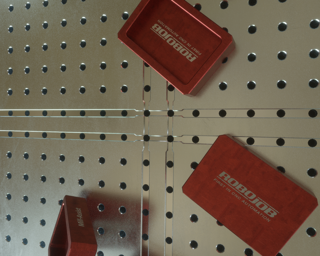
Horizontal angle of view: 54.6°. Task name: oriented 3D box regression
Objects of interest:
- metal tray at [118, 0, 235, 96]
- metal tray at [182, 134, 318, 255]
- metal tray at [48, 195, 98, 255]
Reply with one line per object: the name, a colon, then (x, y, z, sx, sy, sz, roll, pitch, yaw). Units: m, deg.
metal tray: (0.019, -0.114, 0.403, 0.130, 0.030, 0.090, 43, 103, 15)
metal tray: (0.104, 0.078, 0.373, 0.130, 0.030, 0.090, 37, 102, 16)
metal tray: (-0.119, 0.157, 0.406, 0.030, 0.130, 0.090, 16, 97, -23)
